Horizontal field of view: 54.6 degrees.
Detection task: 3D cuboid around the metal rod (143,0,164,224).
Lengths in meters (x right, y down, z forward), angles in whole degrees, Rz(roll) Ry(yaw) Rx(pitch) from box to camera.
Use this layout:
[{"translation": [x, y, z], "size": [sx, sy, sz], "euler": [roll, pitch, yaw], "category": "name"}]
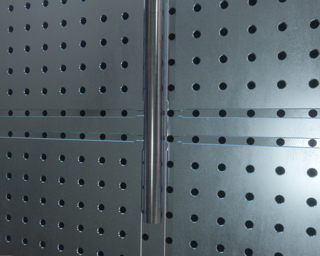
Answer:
[{"translation": [-0.009, -0.024, 0.416], "size": [0.025, 0.025, 0.298], "euler": [1, 90, 20], "category": "metal rod"}]
